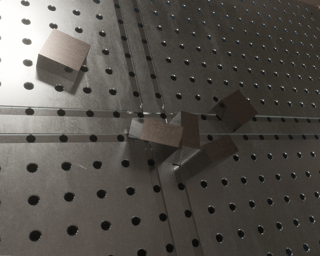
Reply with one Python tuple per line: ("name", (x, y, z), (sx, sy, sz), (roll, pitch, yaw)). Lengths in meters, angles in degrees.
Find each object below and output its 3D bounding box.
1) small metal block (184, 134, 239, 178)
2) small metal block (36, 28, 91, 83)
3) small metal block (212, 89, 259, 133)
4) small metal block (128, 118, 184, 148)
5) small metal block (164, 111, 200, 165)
("small metal block", (0.066, 0.037, 0.407), (0.050, 0.050, 0.025), (-18, 72, -35))
("small metal block", (-0.124, -0.094, 0.400), (0.050, 0.025, 0.050), (23, 53, -15))
("small metal block", (0.120, -0.027, 0.492), (0.050, 0.025, 0.050), (-31, 79, -38))
("small metal block", (-0.006, 0.005, 0.383), (0.050, 0.050, 0.025), (14, 86, -21))
("small metal block", (0.027, 0.014, 0.400), (0.025, 0.050, 0.050), (14, 56, -21))
